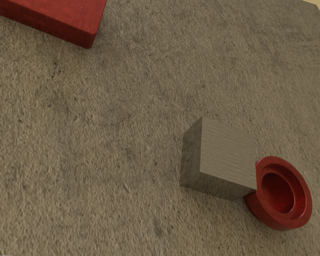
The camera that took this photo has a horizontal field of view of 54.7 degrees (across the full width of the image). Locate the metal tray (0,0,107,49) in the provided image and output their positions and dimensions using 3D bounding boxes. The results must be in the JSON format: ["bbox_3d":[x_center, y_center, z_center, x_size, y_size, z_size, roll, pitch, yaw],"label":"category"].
[{"bbox_3d":[-0.146,-0.172,0.428,0.131,0.030,0.090,19,54,-18],"label":"metal tray"}]

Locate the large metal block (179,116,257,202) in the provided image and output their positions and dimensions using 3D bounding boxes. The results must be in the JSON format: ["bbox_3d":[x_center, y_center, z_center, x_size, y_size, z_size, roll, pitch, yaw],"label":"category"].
[{"bbox_3d":[0.076,0.041,0.405,0.080,0.050,0.080,20,54,-17],"label":"large metal block"}]

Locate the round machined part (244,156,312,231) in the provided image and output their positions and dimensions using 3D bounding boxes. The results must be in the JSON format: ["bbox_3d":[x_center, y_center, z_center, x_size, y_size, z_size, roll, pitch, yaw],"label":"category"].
[{"bbox_3d":[0.154,0.091,0.423,0.099,0.042,0.098,14,56,-21],"label":"round machined part"}]
